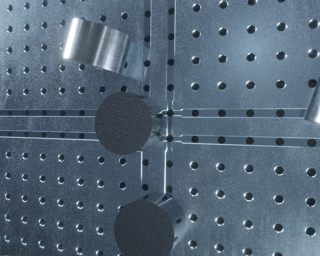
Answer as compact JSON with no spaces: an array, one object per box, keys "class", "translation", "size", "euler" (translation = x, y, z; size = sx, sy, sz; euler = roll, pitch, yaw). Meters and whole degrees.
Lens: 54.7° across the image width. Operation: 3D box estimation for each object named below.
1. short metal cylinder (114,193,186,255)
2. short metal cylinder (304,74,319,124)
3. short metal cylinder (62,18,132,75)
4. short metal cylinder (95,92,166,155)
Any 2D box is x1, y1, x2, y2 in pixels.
[{"class":"short metal cylinder","translation":[-0.012,0.129,0.404],"size":[0.080,0.050,0.079],"euler":[0,90,20]},{"class":"short metal cylinder","translation":[0.196,-0.021,0.314],"size":[0.080,0.080,0.050],"euler":[19,96,19]},{"class":"short metal cylinder","translation":[-0.083,-0.107,0.413],"size":[0.080,0.080,0.050],"euler":[18,96,19]},{"class":"short metal cylinder","translation":[-0.039,-0.006,0.413],"size":[0.080,0.050,0.079],"euler":[0,90,20]}]
